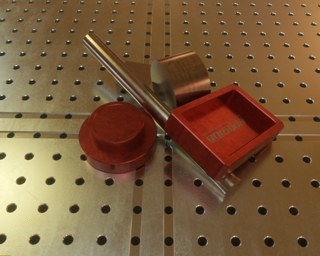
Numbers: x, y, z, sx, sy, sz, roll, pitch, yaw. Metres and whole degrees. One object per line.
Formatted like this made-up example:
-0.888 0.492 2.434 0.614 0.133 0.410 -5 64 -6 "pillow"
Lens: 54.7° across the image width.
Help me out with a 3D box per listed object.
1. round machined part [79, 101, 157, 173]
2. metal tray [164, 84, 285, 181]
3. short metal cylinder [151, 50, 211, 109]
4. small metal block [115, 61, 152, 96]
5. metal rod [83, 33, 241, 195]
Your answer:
-0.053 0.004 0.391 0.099 0.042 0.098 0 50 0 "round machined part"
0.081 -0.001 0.379 0.131 0.030 0.090 -25 61 -39 "metal tray"
0.026 -0.060 0.422 0.050 0.080 0.080 -20 53 -16 "short metal cylinder"
-0.034 -0.073 0.469 0.050 0.025 0.050 10 51 8 "small metal block"
-0.011 -0.033 0.413 0.025 0.025 0.300 -33 65 -24 "metal rod"
